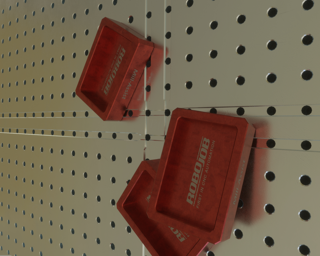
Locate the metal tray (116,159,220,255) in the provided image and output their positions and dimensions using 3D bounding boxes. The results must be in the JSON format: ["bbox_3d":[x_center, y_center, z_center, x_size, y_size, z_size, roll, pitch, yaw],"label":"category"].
[{"bbox_3d":[0.007,0.114,0.398,0.130,0.030,0.089,45,116,30],"label":"metal tray"}]

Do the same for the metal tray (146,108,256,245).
[{"bbox_3d":[0.044,0.048,0.343,0.090,0.030,0.129,12,84,32],"label":"metal tray"}]

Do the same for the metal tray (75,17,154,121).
[{"bbox_3d":[-0.072,-0.086,0.462,0.090,0.030,0.129,40,114,32],"label":"metal tray"}]
